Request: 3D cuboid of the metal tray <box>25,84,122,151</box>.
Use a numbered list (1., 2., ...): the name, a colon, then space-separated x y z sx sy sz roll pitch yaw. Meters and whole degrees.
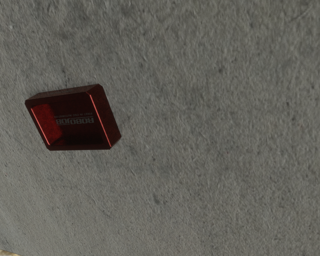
1. metal tray: -0.130 -0.012 0.462 0.130 0.030 0.089 -3 117 29
